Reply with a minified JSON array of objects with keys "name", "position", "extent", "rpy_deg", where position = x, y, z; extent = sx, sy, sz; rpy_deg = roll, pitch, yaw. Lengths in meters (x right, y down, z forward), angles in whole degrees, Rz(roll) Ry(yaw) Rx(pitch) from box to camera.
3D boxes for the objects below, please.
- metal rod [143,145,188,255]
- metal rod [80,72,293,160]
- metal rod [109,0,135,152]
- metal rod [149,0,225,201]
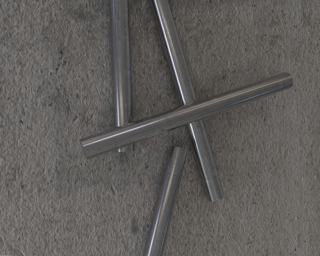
[{"name":"metal rod","position":[-0.010,0.171,0.405],"extent":[0.025,0.025,0.299],"rpy_deg":[16,85,-20]},{"name":"metal rod","position":[0.049,-0.022,0.398],"extent":[0.302,0.025,0.025],"rpy_deg":[-19,97,-19]},{"name":"metal rod","position":[-0.050,-0.120,0.390],"extent":[0.025,0.025,0.298],"rpy_deg":[-3,91,-20]},{"name":"metal rod","position":[0.036,-0.044,0.422],"extent":[0.025,0.025,0.298],"rpy_deg":[-19,96,-19]}]
